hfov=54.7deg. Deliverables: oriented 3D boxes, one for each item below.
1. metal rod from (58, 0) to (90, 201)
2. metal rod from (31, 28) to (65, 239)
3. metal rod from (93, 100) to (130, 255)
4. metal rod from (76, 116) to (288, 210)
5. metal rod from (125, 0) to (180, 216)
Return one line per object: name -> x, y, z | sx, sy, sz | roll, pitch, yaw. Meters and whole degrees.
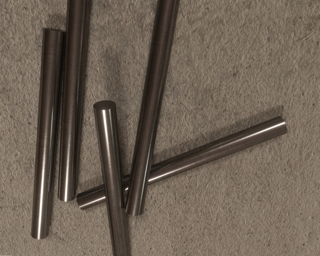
metal rod -> -0.111, -0.040, 0.393 | 0.025, 0.025, 0.298 | 8, 110, -4
metal rod -> -0.152, 0.021, 0.415 | 0.025, 0.025, 0.298 | 10, 110, -4
metal rod -> -0.060, 0.103, 0.420 | 0.025, 0.025, 0.298 | -1, 120, 0
metal rod -> 0.025, 0.051, 0.428 | 0.301, 0.025, 0.025 | -22, 109, 7
metal rod -> -0.010, -0.030, 0.383 | 0.025, 0.025, 0.298 | 9, 104, -4
